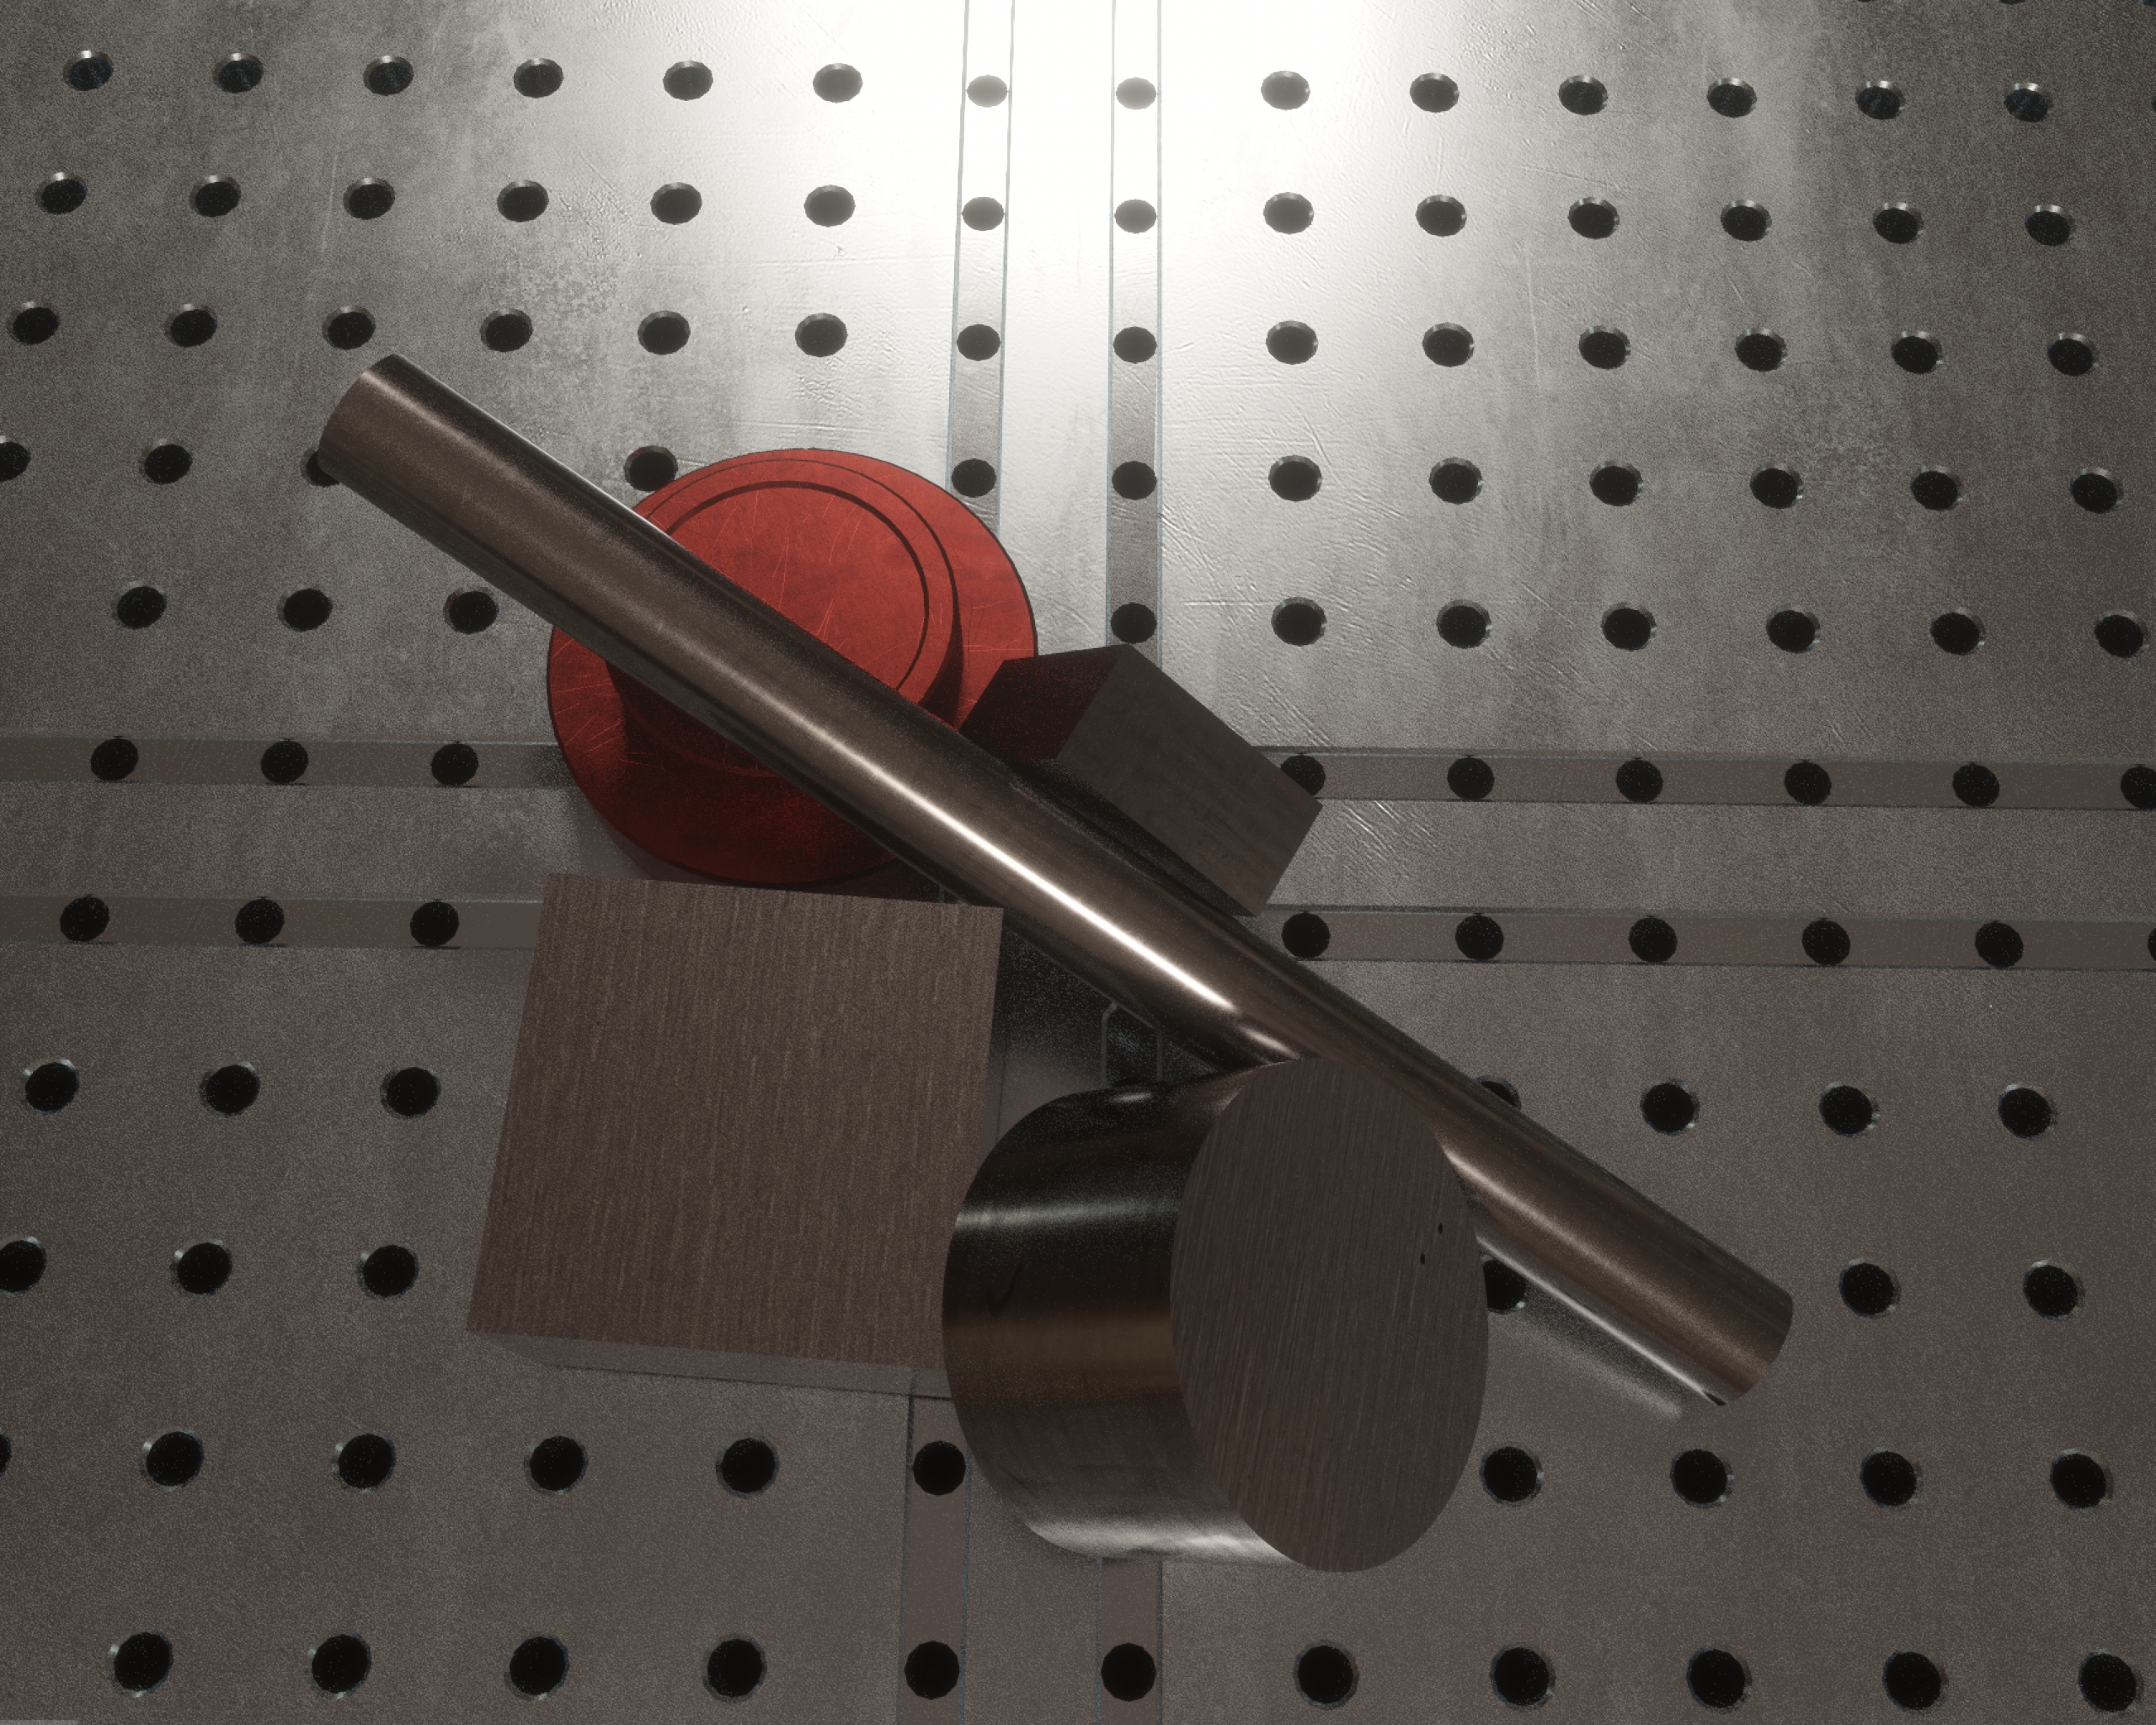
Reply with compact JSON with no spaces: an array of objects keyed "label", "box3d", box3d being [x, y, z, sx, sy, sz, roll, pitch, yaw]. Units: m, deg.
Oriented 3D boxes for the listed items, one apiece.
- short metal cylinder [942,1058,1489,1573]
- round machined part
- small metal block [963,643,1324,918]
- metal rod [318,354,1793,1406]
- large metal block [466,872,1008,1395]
[{"label":"short metal cylinder","box3d":[0.024,0.075,0.348,0.081,0.050,0.080,15,69,-43]},{"label":"round machined part","box3d":[-0.057,-0.041,0.417,0.099,0.042,0.098,0,70,-1]},{"label":"small metal block","box3d":[0.009,-0.015,0.394,0.050,0.050,0.025,38,74,-24]},{"label":"metal rod","box3d":[-0.002,0.004,0.376,0.301,0.025,0.025,34,73,-2]},{"label":"large metal block","box3d":[-0.057,0.051,0.377,0.081,0.050,0.080,5,70,1]}]
